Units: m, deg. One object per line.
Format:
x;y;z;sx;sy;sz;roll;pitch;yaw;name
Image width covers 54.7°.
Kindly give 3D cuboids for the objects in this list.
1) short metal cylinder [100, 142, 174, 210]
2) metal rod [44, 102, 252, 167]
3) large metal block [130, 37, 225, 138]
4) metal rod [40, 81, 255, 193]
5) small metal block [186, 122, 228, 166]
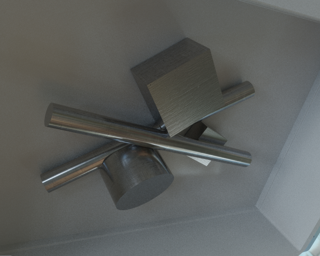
-0.029;0.061;0.396;0.081;0.050;0.080;-25;152;-14;short metal cylinder
0.011;0.017;0.392;0.302;0.025;0.025;14;111;-34;metal rod
0.023;-0.049;0.374;0.080;0.050;0.080;-31;129;-8;large metal block
-0.005;0.005;0.408;0.302;0.025;0.025;-25;128;-14;metal rod
0.063;0.022;0.454;0.050;0.025;0.050;30;102;-38;small metal block
